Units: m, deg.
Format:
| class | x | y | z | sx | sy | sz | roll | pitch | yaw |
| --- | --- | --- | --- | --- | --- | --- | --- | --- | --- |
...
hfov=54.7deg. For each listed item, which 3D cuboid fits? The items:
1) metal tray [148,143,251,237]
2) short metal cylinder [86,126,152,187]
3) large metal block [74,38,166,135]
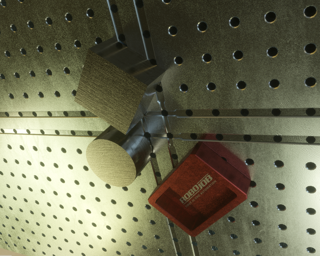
| class | x | y | z | sx | sy | sz | roll | pitch | yaw |
| --- | --- | --- | --- | --- | --- | --- | --- | --- | --- |
| metal tray | 0.051 | 0.091 | 0.436 | 0.090 | 0.030 | 0.129 | 38 | 129 | 2 |
| short metal cylinder | -0.058 | 0.038 | 0.447 | 0.080 | 0.050 | 0.079 | 13 | 124 | 20 |
| large metal block | -0.052 | -0.052 | 0.388 | 0.080 | 0.050 | 0.079 | 33 | 129 | 6 |
